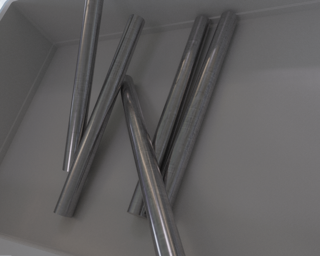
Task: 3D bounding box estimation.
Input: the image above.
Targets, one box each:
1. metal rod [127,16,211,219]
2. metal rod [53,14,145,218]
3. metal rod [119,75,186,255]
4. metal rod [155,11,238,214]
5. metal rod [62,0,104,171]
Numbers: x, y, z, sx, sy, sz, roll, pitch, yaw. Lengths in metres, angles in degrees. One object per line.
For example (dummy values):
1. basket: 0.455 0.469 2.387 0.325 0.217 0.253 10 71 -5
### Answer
1. metal rod: 0.019 -0.030 0.414 0.025 0.025 0.300 5 64 30
2. metal rod: -0.080 -0.026 0.436 0.025 0.025 0.299 10 75 32
3. metal rod: -0.021 0.024 0.369 0.025 0.025 0.300 -29 42 9
4. metal rod: 0.049 -0.030 0.398 0.025 0.025 0.300 8 66 32
5. metal rod: -0.105 -0.088 0.436 0.025 0.025 0.298 8 90 32
